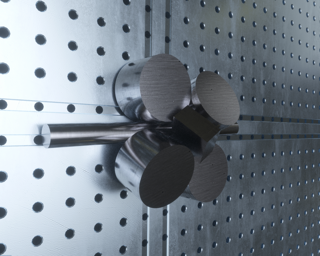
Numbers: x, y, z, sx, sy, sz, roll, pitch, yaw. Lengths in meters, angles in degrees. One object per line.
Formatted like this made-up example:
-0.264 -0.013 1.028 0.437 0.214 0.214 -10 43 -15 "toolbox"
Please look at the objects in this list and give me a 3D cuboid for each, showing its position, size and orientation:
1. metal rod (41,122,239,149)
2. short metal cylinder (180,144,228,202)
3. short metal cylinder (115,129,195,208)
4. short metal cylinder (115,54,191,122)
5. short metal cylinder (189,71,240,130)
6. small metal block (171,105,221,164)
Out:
0.002 0.004 0.406 0.302 0.025 0.025 -2 92 -40 "metal rod"
0.049 0.058 0.429 0.081 0.050 0.079 0 90 -40 "short metal cylinder"
-0.006 0.047 0.368 0.081 0.050 0.079 -19 122 -33 "short metal cylinder"
-0.007 -0.047 0.382 0.081 0.050 0.079 0 90 -40 "short metal cylinder"
0.062 -0.030 0.423 0.081 0.050 0.080 19 56 -31 "short metal cylinder"
0.041 0.008 0.377 0.025 0.050 0.050 -40 157 -27 "small metal block"
